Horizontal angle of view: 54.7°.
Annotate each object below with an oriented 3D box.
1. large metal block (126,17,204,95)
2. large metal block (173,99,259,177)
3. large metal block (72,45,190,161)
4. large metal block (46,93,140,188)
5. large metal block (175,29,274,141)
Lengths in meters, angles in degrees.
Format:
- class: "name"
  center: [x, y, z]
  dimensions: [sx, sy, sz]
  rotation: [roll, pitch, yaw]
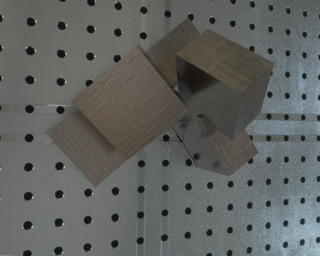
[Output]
- class: "large metal block"
  center: [0.006, -0.081, 0.385]
  dimensions: [0.080, 0.080, 0.050]
  rotation: [-43, 104, -15]
- class: "large metal block"
  center: [0.069, 0.011, 0.408]
  dimensions: [0.050, 0.080, 0.080]
  rotation: [-36, 102, -17]
- class: "large metal block"
  center: [-0.028, -0.028, 0.320]
  dimensions: [0.080, 0.050, 0.080]
  rotation: [-38, 104, 10]
- class: "large metal block"
  center: [-0.076, 0.011, 0.371]
  dimensions: [0.080, 0.050, 0.080]
  rotation: [-41, 104, -16]
- class: "large metal block"
  center: [0.065, -0.046, 0.333]
  dimensions: [0.080, 0.080, 0.050]
  rotation: [38, 68, 27]
